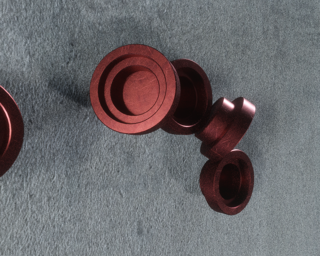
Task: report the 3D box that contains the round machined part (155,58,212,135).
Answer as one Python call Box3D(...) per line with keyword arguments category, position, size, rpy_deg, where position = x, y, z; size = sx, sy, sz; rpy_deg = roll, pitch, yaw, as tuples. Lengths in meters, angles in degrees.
Box3D(category="round machined part", position=(0.022, -0.040, 0.412), size=(0.099, 0.042, 0.097), rpy_deg=(0, 90, -40))

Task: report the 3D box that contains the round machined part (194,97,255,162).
Box3D(category="round machined part", position=(0.085, -0.005, 0.436), size=(0.042, 0.098, 0.098), rpy_deg=(35, 66, -5))

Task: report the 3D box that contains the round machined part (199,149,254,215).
Box3D(category="round machined part", position=(0.099, 0.080, 0.477), size=(0.099, 0.042, 0.097), rpy_deg=(0, 91, -40))

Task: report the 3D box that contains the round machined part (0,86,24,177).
Box3D(category="round machined part", position=(-0.169, 0.003, 0.252), size=(0.099, 0.042, 0.097), rpy_deg=(0, 90, -40))

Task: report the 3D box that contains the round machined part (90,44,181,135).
Box3D(category="round machined part", position=(-0.025, -0.040, 0.348), size=(0.042, 0.098, 0.097), rpy_deg=(18, 76, -74))
